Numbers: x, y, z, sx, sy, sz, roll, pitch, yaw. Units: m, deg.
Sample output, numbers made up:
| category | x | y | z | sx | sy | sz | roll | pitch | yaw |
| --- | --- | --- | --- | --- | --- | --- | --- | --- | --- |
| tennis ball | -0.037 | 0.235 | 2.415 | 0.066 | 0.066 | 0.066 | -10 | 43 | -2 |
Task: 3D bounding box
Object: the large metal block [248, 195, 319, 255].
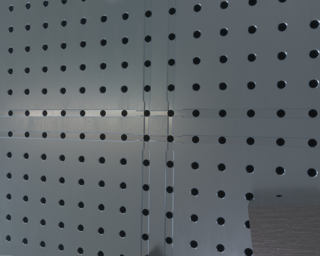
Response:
| category | x | y | z | sx | sy | sz | roll | pitch | yaw |
| --- | --- | --- | --- | --- | --- | --- | --- | --- | --- |
| large metal block | 0.146 | 0.121 | 0.348 | 0.080 | 0.050 | 0.080 | -7 | 88 | 20 |
